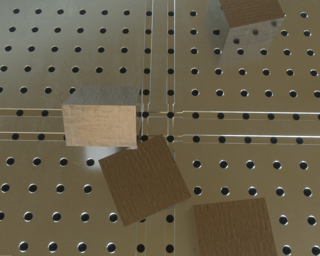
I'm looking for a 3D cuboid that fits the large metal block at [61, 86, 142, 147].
[{"bbox_3d":[-0.066,-0.017,0.382,0.080,0.080,0.050,1,113,0],"label":"large metal block"}]

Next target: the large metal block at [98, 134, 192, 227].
[{"bbox_3d":[-0.018,0.064,0.373,0.080,0.050,0.080,-22,74,-8],"label":"large metal block"}]

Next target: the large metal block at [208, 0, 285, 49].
[{"bbox_3d":[0.125,-0.173,0.462,0.080,0.050,0.080,-13,71,-5],"label":"large metal block"}]

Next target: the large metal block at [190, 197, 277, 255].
[{"bbox_3d":[0.081,0.127,0.353,0.080,0.050,0.080,-6,70,-2],"label":"large metal block"}]
